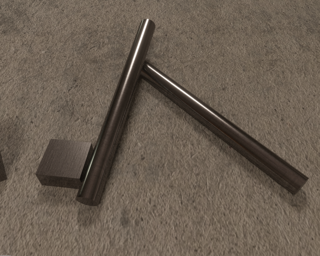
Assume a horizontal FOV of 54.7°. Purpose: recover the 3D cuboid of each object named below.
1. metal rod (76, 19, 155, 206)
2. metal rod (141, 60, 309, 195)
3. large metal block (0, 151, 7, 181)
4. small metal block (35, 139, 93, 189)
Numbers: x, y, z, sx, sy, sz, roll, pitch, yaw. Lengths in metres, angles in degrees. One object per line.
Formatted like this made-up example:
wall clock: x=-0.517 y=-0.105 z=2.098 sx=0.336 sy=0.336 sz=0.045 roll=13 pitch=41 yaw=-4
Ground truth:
metal rod: x=-0.049 y=-0.043 z=0.416 sx=0.025 sy=0.025 sz=0.300 roll=9 pitch=57 yaw=7
metal rod: x=0.060 y=-0.020 z=0.420 sx=0.025 sy=0.025 sz=0.300 roll=-35 pitch=58 yaw=-26
large metal block: x=-0.228 y=0.033 z=0.337 sx=0.081 sy=0.080 sz=0.050 roll=-22 pitch=54 yaw=-18
small metal block: x=-0.110 y=0.042 z=0.366 sx=0.050 sy=0.025 sz=0.050 roll=5 pitch=50 yaw=4
